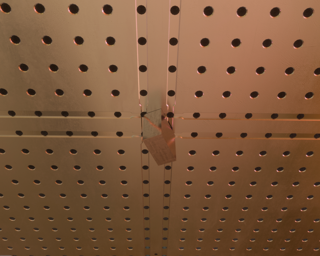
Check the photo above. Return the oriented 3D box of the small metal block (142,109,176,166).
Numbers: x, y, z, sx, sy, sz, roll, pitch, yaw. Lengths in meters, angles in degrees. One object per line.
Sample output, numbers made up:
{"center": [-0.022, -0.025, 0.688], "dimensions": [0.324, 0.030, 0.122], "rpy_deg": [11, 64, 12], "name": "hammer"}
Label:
{"center": [0.000, 0.012, 0.405], "dimensions": [0.025, 0.050, 0.050], "rpy_deg": [-18, 128, 14], "name": "small metal block"}
